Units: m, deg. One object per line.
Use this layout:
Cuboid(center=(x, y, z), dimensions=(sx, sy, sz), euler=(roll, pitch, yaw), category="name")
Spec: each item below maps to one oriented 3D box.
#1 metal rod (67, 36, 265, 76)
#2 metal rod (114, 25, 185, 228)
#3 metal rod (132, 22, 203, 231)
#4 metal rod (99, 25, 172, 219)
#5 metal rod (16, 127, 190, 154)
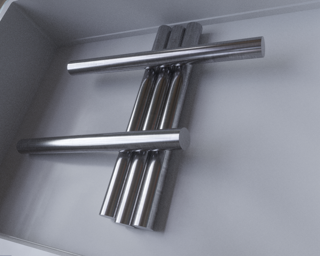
Cuboid(center=(-0.010, -0.097, 0.437), dimensions=(0.300, 0.025, 0.025), euler=(0, 62, 28), category="metal rod")
Cuboid(center=(-0.006, -0.019, 0.420), dimensions=(0.025, 0.025, 0.300), euler=(1, 62, 29), category="metal rod")
Cuboid(center=(0.017, -0.020, 0.407), dimensions=(0.025, 0.025, 0.300), euler=(1, 62, 29), category="metal rod")
Cuboid(center=(-0.026, -0.024, 0.434), dimensions=(0.025, 0.025, 0.300), euler=(1, 62, 28), category="metal rod")
Cuboid(center=(-0.097, 0.021, 0.420), dimensions=(0.300, 0.025, 0.025), euler=(-4, 60, 34), category="metal rod")
